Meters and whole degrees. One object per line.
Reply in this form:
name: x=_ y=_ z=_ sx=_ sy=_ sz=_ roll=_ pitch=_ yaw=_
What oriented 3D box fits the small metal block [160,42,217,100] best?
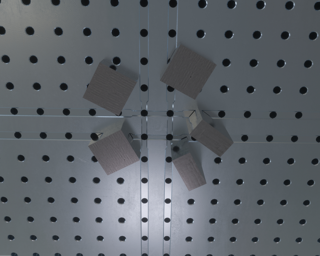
small metal block: x=0.034 y=-0.071 z=0.387 sx=0.050 sy=0.025 sz=0.050 roll=28 pitch=108 yaw=-10

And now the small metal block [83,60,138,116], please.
small metal block: x=-0.062 y=-0.051 z=0.394 sx=0.050 sy=0.025 sz=0.050 roll=27 pitch=108 yaw=-10

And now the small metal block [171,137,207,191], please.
small metal block: x=0.038 y=0.048 z=0.418 sx=0.025 sy=0.050 sz=0.050 roll=-26 pitch=108 yaw=9

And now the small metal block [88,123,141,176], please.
small metal block: x=-0.061 y=0.029 z=0.424 sx=0.050 sy=0.025 sz=0.050 roll=-26 pitch=108 yaw=9

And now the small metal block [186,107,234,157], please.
small metal block: x=0.063 y=0.004 z=0.402 sx=0.050 sy=0.050 sz=0.025 roll=36 pitch=106 yaw=-12
